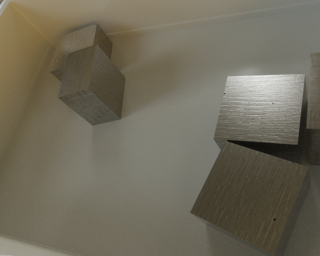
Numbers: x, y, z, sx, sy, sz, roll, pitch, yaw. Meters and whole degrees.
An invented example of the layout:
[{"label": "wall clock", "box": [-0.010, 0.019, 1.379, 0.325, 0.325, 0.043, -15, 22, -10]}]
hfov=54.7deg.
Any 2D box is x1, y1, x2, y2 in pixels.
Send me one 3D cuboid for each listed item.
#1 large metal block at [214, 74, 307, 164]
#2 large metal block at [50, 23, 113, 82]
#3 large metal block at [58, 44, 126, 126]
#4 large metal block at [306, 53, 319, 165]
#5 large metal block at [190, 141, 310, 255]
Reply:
[{"label": "large metal block", "box": [0.112, -0.010, 0.337, 0.080, 0.050, 0.080, 3, 63, 29]}, {"label": "large metal block", "box": [-0.133, -0.122, 0.532, 0.080, 0.050, 0.080, -12, 57, 21]}, {"label": "large metal block", "box": [-0.096, -0.061, 0.457, 0.050, 0.080, 0.080, -12, 57, 22]}, {"label": "large metal block", "box": [0.169, -0.015, 0.291, 0.050, 0.080, 0.080, 1, 62, 28]}, {"label": "large metal block", "box": [0.089, 0.069, 0.300, 0.080, 0.050, 0.080, 18, 71, 35]}]
